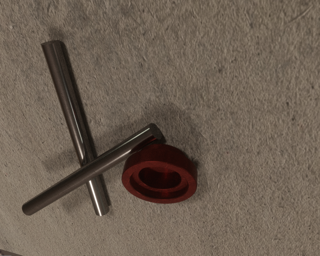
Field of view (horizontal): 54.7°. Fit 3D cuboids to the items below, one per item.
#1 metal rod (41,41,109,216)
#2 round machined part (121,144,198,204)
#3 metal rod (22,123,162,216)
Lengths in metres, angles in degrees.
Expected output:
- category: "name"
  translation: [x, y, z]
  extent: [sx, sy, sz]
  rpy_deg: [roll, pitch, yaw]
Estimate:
- category: "metal rod"
  translation: [-0.124, 0.017, 0.480]
  extent: [0.025, 0.025, 0.298]
  rpy_deg: [5, 121, 25]
- category: "round machined part"
  translation: [0.001, 0.058, 0.416]
  extent: [0.099, 0.042, 0.097]
  rpy_deg: [4, 137, 4]
- category: "metal rod"
  translation: [-0.119, 0.074, 0.480]
  extent: [0.299, 0.025, 0.025]
  rpy_deg: [-31, 101, 27]
